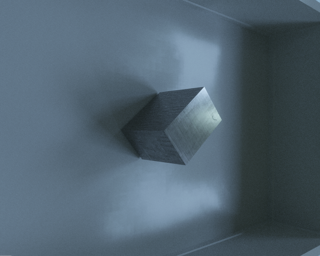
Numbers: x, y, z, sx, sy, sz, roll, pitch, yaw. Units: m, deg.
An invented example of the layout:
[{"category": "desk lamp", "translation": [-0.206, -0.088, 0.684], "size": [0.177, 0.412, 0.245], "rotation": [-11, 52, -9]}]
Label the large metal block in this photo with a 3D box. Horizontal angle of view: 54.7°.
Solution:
[{"category": "large metal block", "translation": [0.014, -0.004, 0.381], "size": [0.080, 0.080, 0.050], "rotation": [-47, 119, -30]}]
